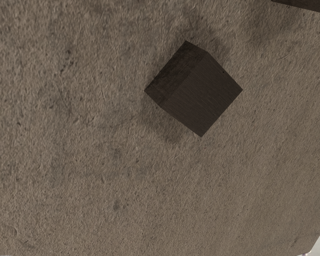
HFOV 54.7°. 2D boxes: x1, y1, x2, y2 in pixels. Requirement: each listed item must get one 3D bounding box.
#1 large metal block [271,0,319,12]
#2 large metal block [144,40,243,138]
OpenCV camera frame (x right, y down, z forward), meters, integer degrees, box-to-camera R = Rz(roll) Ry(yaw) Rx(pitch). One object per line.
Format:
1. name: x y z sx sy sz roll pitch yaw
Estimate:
1. large metal block: 0.184 -0.185 0.360 0.080 0.080 0.050 -35 129 -6
2. large metal block: 0.042 -0.047 0.386 0.080 0.050 0.080 35 99 -39
